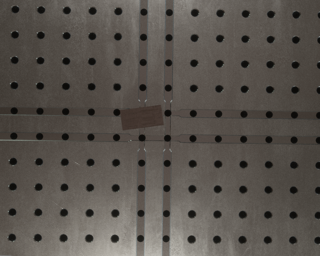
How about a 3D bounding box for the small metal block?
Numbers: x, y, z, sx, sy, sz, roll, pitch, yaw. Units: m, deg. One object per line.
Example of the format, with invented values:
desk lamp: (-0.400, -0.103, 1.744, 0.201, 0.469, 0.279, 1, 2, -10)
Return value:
small metal block: (-0.022, -0.013, 0.401, 0.050, 0.050, 0.025, -8, 90, 0)
